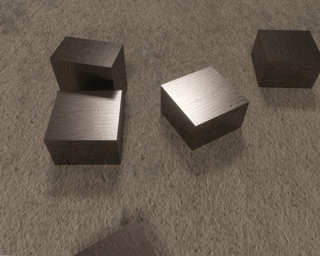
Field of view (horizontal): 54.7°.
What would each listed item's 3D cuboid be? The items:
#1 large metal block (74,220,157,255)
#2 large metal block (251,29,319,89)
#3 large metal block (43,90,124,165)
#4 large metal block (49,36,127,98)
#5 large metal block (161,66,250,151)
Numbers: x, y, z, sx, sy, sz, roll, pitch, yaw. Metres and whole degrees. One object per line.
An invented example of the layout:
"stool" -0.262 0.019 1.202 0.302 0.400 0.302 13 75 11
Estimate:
"large metal block" -0.035 0.142 0.267 0.081 0.050 0.080 -25 55 -20
"large metal block" 0.193 -0.108 0.480 0.081 0.050 0.080 2 50 1
"large metal block" -0.089 -0.001 0.387 0.081 0.050 0.080 0 50 -1
"large metal block" -0.094 -0.073 0.428 0.080 0.080 0.050 10 51 7
"large metal block" 0.056 -0.028 0.411 0.081 0.050 0.080 -24 54 -19
